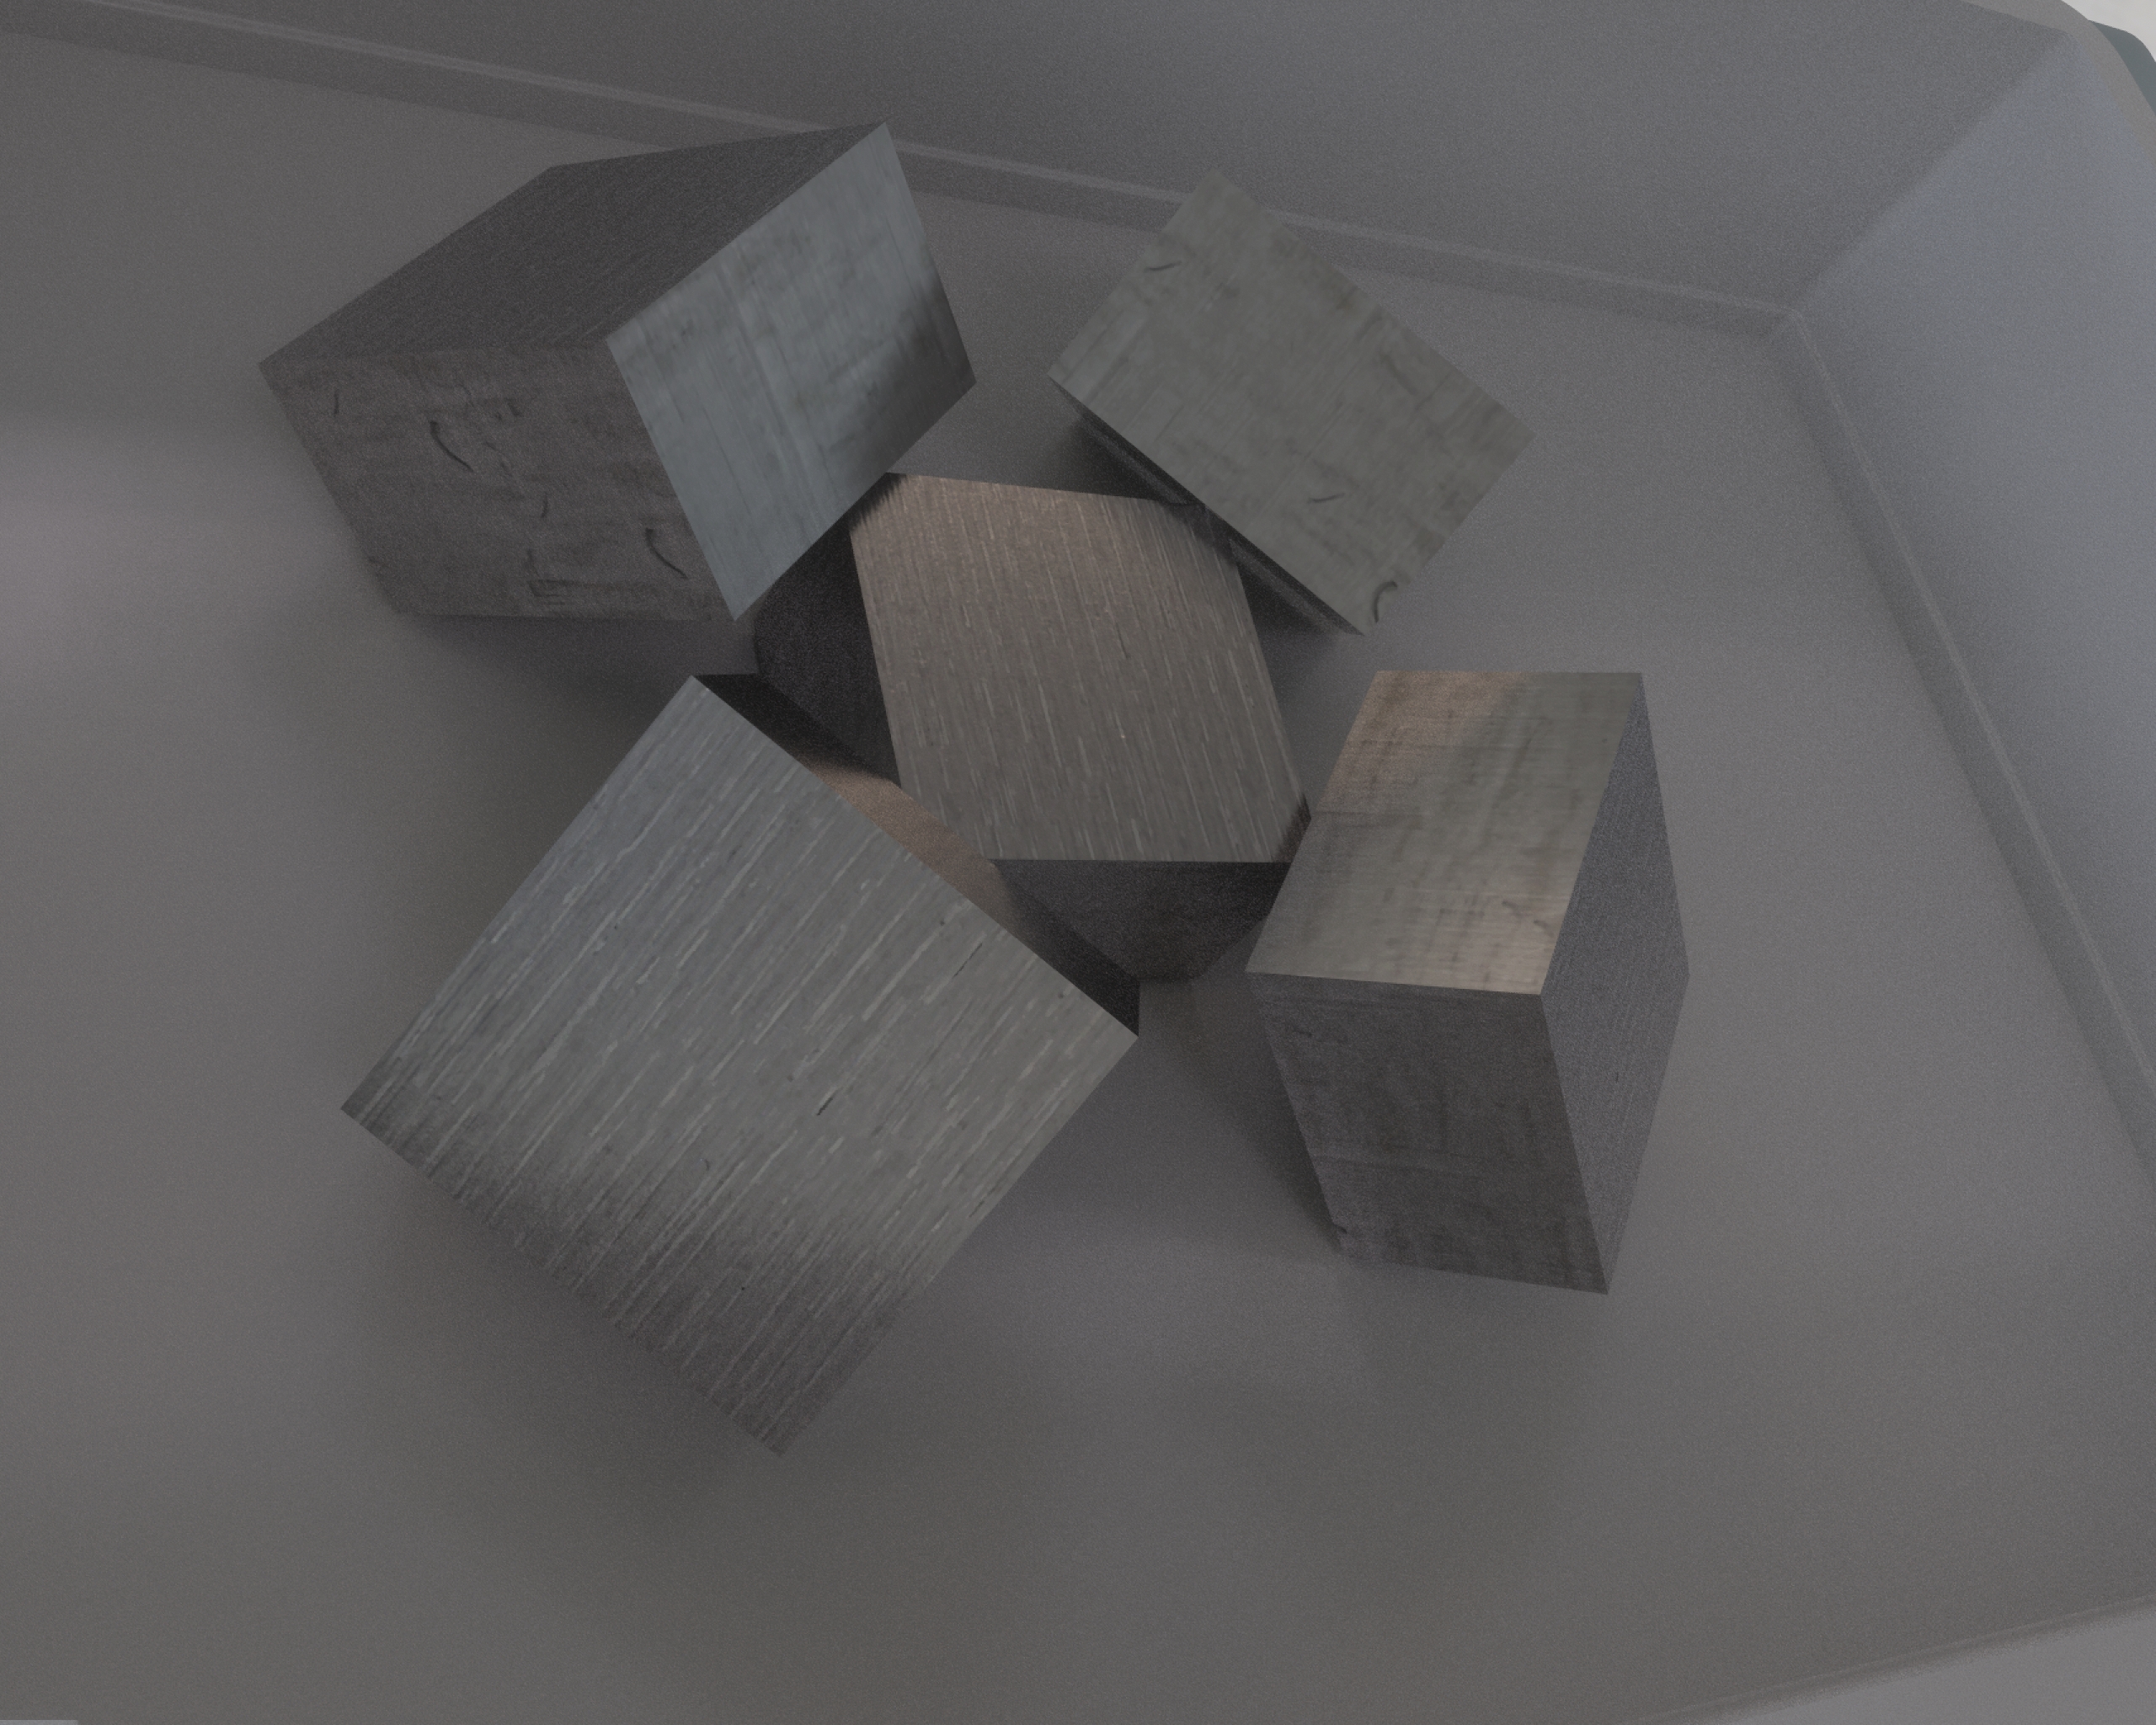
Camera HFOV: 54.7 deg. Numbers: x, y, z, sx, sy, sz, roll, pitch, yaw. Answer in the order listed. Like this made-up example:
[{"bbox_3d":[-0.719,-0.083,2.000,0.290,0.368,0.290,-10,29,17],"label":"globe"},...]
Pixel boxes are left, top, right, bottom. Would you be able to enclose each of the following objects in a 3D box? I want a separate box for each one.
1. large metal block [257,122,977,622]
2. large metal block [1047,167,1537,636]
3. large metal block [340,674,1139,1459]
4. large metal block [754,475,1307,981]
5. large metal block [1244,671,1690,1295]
[{"bbox_3d":[-0.078,-0.086,0.368,0.080,0.080,0.050,-54,137,-39],"label":"large metal block"},{"bbox_3d":[0.044,-0.093,0.441,0.080,0.050,0.080,39,8,-1],"label":"large metal block"},{"bbox_3d":[-0.047,0.027,0.319,0.080,0.050,0.080,39,95,-2],"label":"large metal block"},{"bbox_3d":[-0.010,-0.024,0.395,0.081,0.050,0.080,1,62,-28],"label":"large metal block"},{"bbox_3d":[0.077,0.021,0.388,0.080,0.050,0.080,-62,144,-39],"label":"large metal block"}]
